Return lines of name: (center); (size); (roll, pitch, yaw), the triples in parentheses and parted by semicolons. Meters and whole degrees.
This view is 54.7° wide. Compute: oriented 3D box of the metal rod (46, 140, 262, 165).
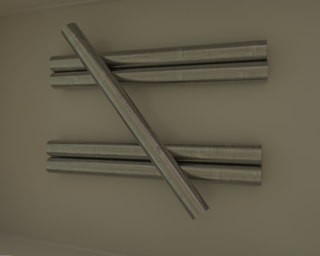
metal rod: (-0.021, 0.031, 0.416); (0.301, 0.025, 0.025); (0, 90, 19)

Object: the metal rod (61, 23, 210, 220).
metal rod: (-0.038, -0.017, 0.396); (0.025, 0.025, 0.299); (-40, 78, 16)

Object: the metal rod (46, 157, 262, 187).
metal rod: (-0.022, 0.056, 0.416); (0.301, 0.025, 0.025); (0, 90, 19)

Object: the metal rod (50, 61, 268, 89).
metal rod: (-0.015, -0.069, 0.414); (0.301, 0.025, 0.025); (1, 90, 19)

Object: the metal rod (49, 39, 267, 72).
metal rod: (-0.016, -0.093, 0.414); (0.301, 0.025, 0.025); (1, 90, 19)
